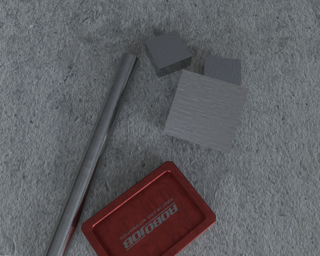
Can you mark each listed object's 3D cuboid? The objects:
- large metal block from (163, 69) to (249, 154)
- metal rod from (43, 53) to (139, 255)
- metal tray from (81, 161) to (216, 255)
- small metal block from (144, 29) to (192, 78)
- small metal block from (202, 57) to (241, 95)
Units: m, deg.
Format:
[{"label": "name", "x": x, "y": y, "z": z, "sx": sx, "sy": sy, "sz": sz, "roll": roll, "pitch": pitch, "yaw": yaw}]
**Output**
[{"label": "large metal block", "x": 0.056, "y": -0.020, "z": 0.390, "sx": 0.080, "sy": 0.050, "sz": 0.080, "roll": 18, "pitch": 91, "yaw": 6}, {"label": "metal rod", "x": -0.085, "y": 0.035, "z": 0.394, "sx": 0.025, "sy": 0.025, "sz": 0.299, "roll": 16, "pitch": 71, "yaw": 5}, {"label": "metal tray", "x": -0.012, "y": 0.112, "z": 0.364, "sx": 0.131, "sy": 0.030, "sz": 0.090, "roll": -36, "pitch": 74, "yaw": -13}, {"label": "small metal block", "x": 0.011, "y": -0.108, "z": 0.448, "sx": 0.050, "sy": 0.025, "sz": 0.050, "roll": -23, "pitch": 72, "yaw": -9}, {"label": "small metal block", "x": 0.086, "y": -0.070, "z": 0.435, "sx": 0.050, "sy": 0.025, "sz": 0.050, "roll": 5, "pitch": 70, "yaw": 1}]
